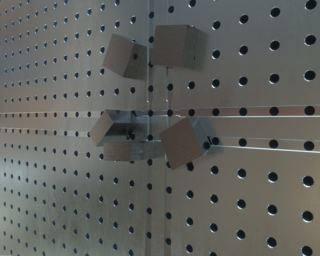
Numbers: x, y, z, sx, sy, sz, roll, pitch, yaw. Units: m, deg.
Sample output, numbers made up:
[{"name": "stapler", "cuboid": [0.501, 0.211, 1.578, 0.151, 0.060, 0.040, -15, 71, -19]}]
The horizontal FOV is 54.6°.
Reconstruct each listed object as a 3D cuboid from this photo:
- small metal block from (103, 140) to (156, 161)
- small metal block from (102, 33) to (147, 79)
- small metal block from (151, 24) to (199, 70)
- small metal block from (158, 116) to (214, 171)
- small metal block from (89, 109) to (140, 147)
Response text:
[{"name": "small metal block", "cuboid": [-0.042, 0.031, 0.429, 0.050, 0.050, 0.025, -4, 88, 40]}, {"name": "small metal block", "cuboid": [-0.053, -0.105, 0.454, 0.050, 0.025, 0.050, 33, 111, 35]}, {"name": "small metal block", "cuboid": [0.018, -0.103, 0.395, 0.050, 0.025, 0.050, 14, 99, 39]}, {"name": "small metal block", "cuboid": [0.032, 0.019, 0.384, 0.050, 0.025, 0.050, -32, 70, 35]}, {"name": "small metal block", "cuboid": [-0.066, 0.000, 0.449, 0.050, 0.050, 0.025, -50, 61, 28]}]
